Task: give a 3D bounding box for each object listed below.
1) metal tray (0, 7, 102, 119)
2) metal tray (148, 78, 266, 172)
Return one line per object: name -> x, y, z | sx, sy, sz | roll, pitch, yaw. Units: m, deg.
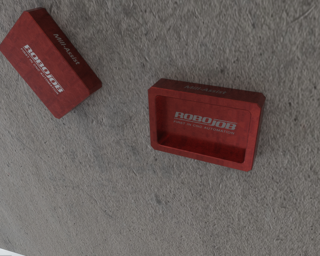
metal tray -> -0.153, -0.086, 0.431 | 0.090, 0.030, 0.130 | -29, 103, 37
metal tray -> 0.052, -0.005, 0.372 | 0.130, 0.030, 0.089 | 12, 124, 21
